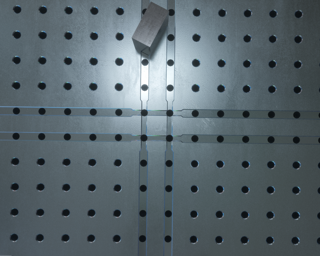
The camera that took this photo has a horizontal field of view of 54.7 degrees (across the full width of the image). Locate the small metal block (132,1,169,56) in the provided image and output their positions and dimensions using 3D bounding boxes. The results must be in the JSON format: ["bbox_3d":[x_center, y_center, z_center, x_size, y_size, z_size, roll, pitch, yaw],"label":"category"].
[{"bbox_3d":[-0.012,-0.126,0.401,0.025,0.050,0.050,28,90,0],"label":"small metal block"}]
